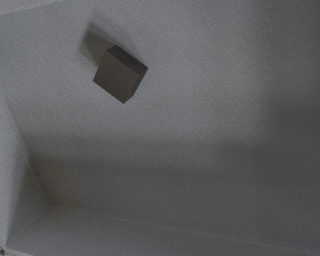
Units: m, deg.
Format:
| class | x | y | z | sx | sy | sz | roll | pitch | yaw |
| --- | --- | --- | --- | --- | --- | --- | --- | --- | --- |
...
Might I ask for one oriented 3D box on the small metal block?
| class | x | y | z | sx | sy | sz | roll | pitch | yaw |
| --- | --- | --- | --- | --- | --- | --- | --- | --- | --- |
| small metal block | -0.050 | -0.067 | 0.392 | 0.050 | 0.025 | 0.050 | 37 | 129 | 3 |
